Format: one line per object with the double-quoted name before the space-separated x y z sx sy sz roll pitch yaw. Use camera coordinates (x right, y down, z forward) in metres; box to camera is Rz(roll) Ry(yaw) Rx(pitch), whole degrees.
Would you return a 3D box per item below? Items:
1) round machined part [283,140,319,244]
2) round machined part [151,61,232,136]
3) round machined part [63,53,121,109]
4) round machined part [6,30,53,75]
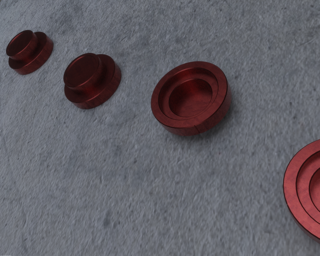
"round machined part" 0.162 0.059 0.272 0.098 0.042 0.098 -13 56 20
"round machined part" 0.042 -0.033 0.390 0.098 0.042 0.098 -13 56 20
"round machined part" -0.116 -0.083 0.502 0.098 0.042 0.098 -13 56 20
"round machined part" -0.271 -0.160 0.630 0.098 0.042 0.098 -13 56 20
